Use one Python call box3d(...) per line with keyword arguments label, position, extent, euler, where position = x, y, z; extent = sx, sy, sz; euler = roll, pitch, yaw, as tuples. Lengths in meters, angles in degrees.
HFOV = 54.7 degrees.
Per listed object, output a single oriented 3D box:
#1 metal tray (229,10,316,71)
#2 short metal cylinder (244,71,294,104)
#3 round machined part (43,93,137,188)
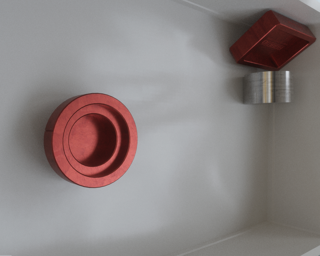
box3d(label="metal tray", position=(0.193, -0.142, 0.527), extent=(0.131, 0.090, 0.030), euler=(0, 59, -40))
box3d(label="short metal cylinder", position=(0.185, -0.067, 0.529), extent=(0.081, 0.080, 0.050), euler=(-3, 92, -40))
box3d(label="round machined part", position=(-0.076, 0.013, 0.333), extent=(0.099, 0.042, 0.097), euler=(0, 90, -40))
